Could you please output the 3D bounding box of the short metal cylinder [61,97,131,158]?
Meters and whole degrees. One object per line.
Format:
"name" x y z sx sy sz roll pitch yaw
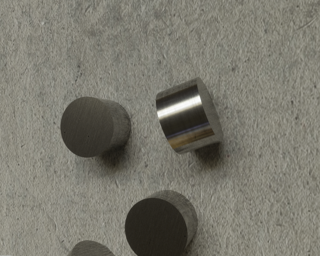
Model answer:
"short metal cylinder" -0.087 -0.001 0.427 0.080 0.050 0.080 0 90 20

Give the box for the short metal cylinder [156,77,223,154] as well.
"short metal cylinder" 0.036 -0.014 0.367 0.050 0.080 0.080 -20 83 19

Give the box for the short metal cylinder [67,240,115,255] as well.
"short metal cylinder" -0.097 0.200 0.414 0.080 0.080 0.050 42 103 15

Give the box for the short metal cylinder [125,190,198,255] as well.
"short metal cylinder" 0.003 0.123 0.395 0.080 0.050 0.080 0 90 20
